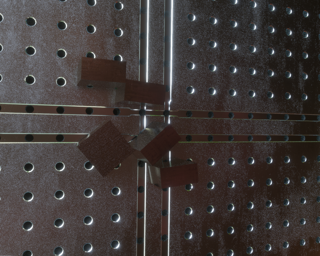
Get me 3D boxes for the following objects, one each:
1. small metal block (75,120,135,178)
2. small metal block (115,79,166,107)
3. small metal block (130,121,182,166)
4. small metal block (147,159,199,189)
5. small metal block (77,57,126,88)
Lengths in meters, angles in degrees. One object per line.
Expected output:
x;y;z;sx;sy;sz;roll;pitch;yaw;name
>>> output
-0.069;0.025;0.388;0.050;0.025;0.050;-41;103;-15;small metal block
-0.026;-0.042;0.391;0.050;0.050;0.025;6;89;-21;small metal block
-0.009;0.018;0.396;0.050;0.050;0.025;-43;109;-16;small metal block
0.016;0.059;0.406;0.050;0.050;0.025;-6;92;-20;small metal block
-0.072;-0.065;0.373;0.050;0.050;0.025;2;89;-20;small metal block
